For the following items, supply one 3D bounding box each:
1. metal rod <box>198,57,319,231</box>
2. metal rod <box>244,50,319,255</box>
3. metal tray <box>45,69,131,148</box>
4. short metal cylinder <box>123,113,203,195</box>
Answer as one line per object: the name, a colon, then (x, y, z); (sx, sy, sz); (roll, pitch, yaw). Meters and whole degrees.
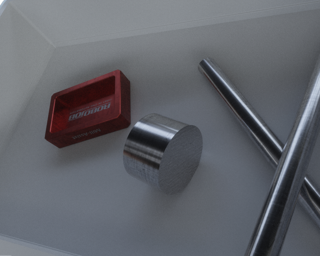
metal rod: (0.118, 0.019, 0.331); (0.025, 0.025, 0.300); (-33, 52, 7)
metal rod: (0.138, 0.009, 0.299); (0.025, 0.025, 0.300); (13, 60, 33)
metal tray: (-0.110, -0.029, 0.475); (0.130, 0.030, 0.090); (-17, 55, 18)
short metal cylinder: (0.005, 0.028, 0.350); (0.050, 0.080, 0.080); (20, 72, 35)
